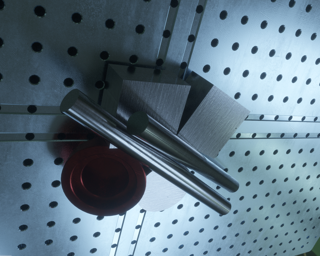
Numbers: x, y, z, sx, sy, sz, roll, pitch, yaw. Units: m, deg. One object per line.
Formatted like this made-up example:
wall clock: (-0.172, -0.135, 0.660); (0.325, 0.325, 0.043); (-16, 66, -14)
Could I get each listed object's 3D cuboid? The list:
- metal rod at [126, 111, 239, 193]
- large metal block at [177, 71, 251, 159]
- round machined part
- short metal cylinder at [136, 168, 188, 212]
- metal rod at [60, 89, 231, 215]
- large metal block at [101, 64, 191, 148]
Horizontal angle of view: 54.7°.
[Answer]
metal rod: (0.052, 0.048, 0.416); (0.025, 0.025, 0.301); (-48, 144, 5)
large metal block: (0.058, -0.016, 0.411); (0.080, 0.050, 0.080); (27, 104, -38)
round machined part: (-0.066, 0.056, 0.380); (0.099, 0.042, 0.097); (-1, 113, -3)
short metal cylinder: (-0.004, 0.068, 0.429); (0.081, 0.050, 0.079); (-14, 124, -21)
metal rod: (0.008, 0.048, 0.374); (0.025, 0.025, 0.301); (-47, 130, 5)
large metal block: (-0.021, -0.024, 0.360); (0.081, 0.050, 0.079); (1, 118, -29)
